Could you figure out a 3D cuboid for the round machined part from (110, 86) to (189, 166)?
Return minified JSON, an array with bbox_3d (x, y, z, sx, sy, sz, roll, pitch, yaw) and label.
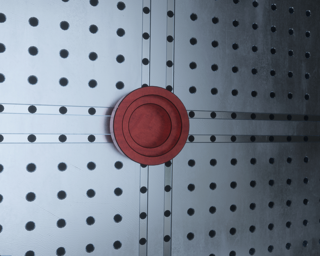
[{"bbox_3d":[-0.016,-0.003,0.398,0.099,0.042,0.097,0,90,-20],"label":"round machined part"}]
